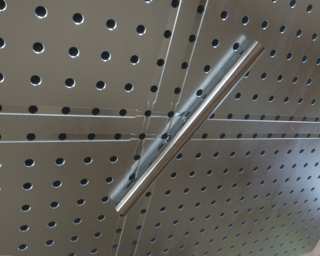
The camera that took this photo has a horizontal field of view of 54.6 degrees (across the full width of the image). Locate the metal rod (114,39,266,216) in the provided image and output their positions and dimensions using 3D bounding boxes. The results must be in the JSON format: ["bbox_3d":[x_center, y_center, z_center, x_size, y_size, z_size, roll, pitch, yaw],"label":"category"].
[{"bbox_3d":[0.037,0.004,0.433,0.025,0.025,0.299,33,100,-38],"label":"metal rod"}]
